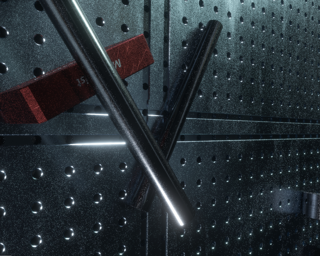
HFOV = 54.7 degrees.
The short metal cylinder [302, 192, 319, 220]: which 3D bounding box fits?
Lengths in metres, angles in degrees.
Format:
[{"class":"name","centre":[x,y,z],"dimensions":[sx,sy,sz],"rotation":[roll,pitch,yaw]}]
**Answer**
[{"class":"short metal cylinder","centre":[0.355,0.171,0.676],"dimensions":[0.081,0.080,0.050],"rotation":[12,83,-40]}]

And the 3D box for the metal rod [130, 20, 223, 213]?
[{"class":"metal rod","centre":[0.030,-0.029,0.436],"dimensions":[0.025,0.025,0.300],"rotation":[36,68,-35]}]

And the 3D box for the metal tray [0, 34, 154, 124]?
[{"class":"metal tray","centre":[-0.080,-0.048,0.300],"dimensions":[0.131,0.090,0.030],"rotation":[-36,113,-34]}]

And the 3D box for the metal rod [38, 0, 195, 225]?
[{"class":"metal rod","centre":[-0.042,-0.033,0.256],"dimensions":[0.025,0.025,0.299],"rotation":[-43,116,-32]}]

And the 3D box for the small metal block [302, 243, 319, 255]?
[{"class":"small metal block","centre":[0.348,0.297,0.707],"dimensions":[0.050,0.025,0.050],"rotation":[34,69,-35]}]
